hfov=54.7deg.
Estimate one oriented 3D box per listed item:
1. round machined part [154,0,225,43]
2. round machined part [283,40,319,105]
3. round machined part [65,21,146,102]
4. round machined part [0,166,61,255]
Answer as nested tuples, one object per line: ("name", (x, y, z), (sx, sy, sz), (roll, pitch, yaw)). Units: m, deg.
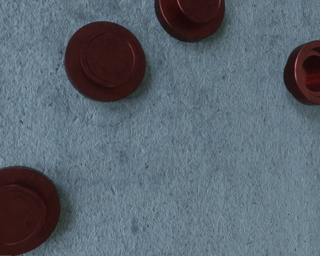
("round machined part", (0.046, -0.169, 0.416), (0.099, 0.042, 0.097), (0, 90, -20))
("round machined part", (0.235, -0.084, 0.486), (0.099, 0.042, 0.097), (0, 90, -20))
("round machined part", (-0.064, -0.081, 0.376), (0.099, 0.042, 0.097), (0, 90, -20))
("round machined part", (-0.161, 0.093, 0.341), (0.099, 0.042, 0.097), (0, 90, -20))
